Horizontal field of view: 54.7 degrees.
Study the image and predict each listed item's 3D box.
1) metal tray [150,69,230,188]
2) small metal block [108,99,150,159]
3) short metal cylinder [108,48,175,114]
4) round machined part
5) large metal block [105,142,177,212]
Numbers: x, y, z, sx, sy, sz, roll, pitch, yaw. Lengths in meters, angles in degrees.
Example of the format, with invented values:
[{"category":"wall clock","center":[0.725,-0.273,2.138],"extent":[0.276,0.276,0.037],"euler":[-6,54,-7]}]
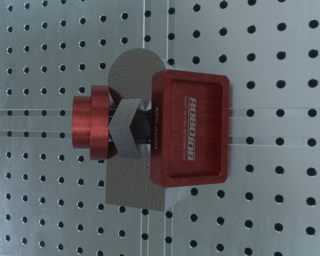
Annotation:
[{"category":"metal tray","center":[0.036,0.001,0.367],"extent":[0.030,0.091,0.129],"euler":[2,91,63]},{"category":"small metal block","center":[-0.034,0.001,0.366],"extent":[0.025,0.050,0.050],"euler":[0,132,17]},{"category":"short metal cylinder","center":[-0.020,-0.059,0.405],"extent":[0.080,0.050,0.080],"euler":[0,90,20]},{"category":"round machined part","center":[-0.091,-0.007,0.402],"extent":[0.042,0.098,0.097],"euler":[1,91,-13]},{"category":"large metal block","center":[-0.022,0.059,0.407],"extent":[0.080,0.050,0.080],"euler":[2,91,20]}]
